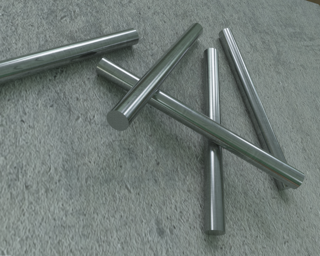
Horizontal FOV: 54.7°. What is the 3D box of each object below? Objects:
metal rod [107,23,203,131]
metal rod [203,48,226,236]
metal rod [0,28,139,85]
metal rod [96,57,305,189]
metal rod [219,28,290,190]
[{"bbox_3d":[0.010,-0.090,0.429,0.025,0.025,0.301,37,41,-4],"label":"metal rod"},{"bbox_3d":[0.075,-0.002,0.445,0.025,0.025,0.300,18,55,-18],"label":"metal rod"},{"bbox_3d":[-0.145,-0.079,0.373,0.302,0.025,0.025,-29,78,-37],"label":"metal rod"},{"bbox_3d":[0.051,-0.007,0.408,0.301,0.025,0.025,31,51,2],"label":"metal rod"},{"bbox_3d":[0.153,-0.045,0.513,0.025,0.025,0.299,1,62,-28],"label":"metal rod"}]
